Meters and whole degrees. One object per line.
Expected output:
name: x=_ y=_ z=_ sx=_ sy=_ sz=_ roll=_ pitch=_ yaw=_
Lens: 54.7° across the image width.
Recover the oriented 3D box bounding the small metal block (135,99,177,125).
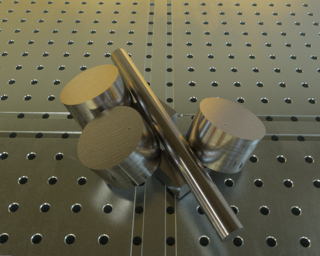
small metal block: x=-0.013 y=-0.013 z=0.414 sx=0.050 sy=0.025 sz=0.050 roll=-36 pitch=59 yaw=-26

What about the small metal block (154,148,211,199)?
small metal block: x=0.025 y=0.046 z=0.365 sx=0.050 sy=0.025 sz=0.050 roll=-33 pitch=58 yaw=-25

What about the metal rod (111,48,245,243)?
metal rod: x=0.003 y=-0.004 z=0.373 sx=0.025 sy=0.025 sz=0.300 roll=-20 pitch=53 yaw=-16

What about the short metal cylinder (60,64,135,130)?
short metal cylinder: x=-0.079 y=-0.038 z=0.400 sx=0.080 sy=0.050 sz=0.080 roll=-16 pitch=40 yaw=14

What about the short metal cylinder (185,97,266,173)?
short metal cylinder: x=0.075 y=0.007 z=0.364 sx=0.081 sy=0.050 sz=0.080 roll=15 pitch=33 yaw=-10

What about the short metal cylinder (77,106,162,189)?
short metal cylinder: x=-0.045 y=0.022 z=0.350 sx=0.080 sy=0.050 sz=0.080 roll=-13 pitch=52 yaw=18
